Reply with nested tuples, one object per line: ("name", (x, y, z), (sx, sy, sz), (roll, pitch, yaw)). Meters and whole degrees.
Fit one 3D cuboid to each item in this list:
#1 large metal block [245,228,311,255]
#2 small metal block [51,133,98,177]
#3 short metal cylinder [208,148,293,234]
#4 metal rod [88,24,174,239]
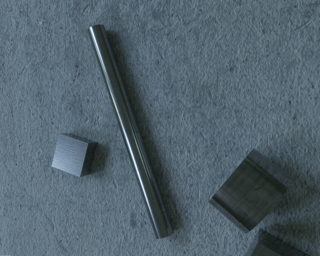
("large metal block", (0.132, 0.175, 0.349), (0.080, 0.050, 0.080), (26, 99, 17))
("small metal block", (-0.124, 0.038, 0.451), (0.050, 0.025, 0.050), (16, 95, 19))
("short metal cylinder", (0.099, 0.069, 0.345), (0.050, 0.080, 0.080), (40, 103, 15))
("metal rod", (-0.042, 0.000, 0.422), (0.025, 0.025, 0.299), (-21, 83, 18))
